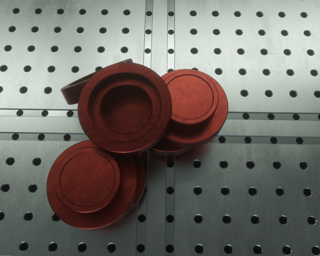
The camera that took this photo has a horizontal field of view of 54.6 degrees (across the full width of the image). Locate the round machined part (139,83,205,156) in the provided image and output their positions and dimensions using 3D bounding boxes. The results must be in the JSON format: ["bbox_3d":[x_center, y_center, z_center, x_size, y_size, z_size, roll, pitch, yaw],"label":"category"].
[{"bbox_3d":[0.010,-0.017,0.387,0.099,0.042,0.098,0,70,0],"label":"round machined part"}]

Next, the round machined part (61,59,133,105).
[{"bbox_3d":[-0.073,-0.051,0.401,0.098,0.098,0.042,-26,107,-9],"label":"round machined part"}]

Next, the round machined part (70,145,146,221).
[{"bbox_3d":[-0.066,0.057,0.359,0.099,0.042,0.098,0,70,0],"label":"round machined part"}]

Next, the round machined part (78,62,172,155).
[{"bbox_3d":[-0.036,-0.019,0.341,0.098,0.042,0.098,-1,78,3],"label":"round machined part"}]

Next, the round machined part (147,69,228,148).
[{"bbox_3d":[0.032,-0.029,0.368,0.099,0.042,0.098,0,69,0],"label":"round machined part"}]

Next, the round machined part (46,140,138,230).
[{"bbox_3d":[-0.074,0.059,0.336,0.099,0.042,0.098,0,70,0],"label":"round machined part"}]
